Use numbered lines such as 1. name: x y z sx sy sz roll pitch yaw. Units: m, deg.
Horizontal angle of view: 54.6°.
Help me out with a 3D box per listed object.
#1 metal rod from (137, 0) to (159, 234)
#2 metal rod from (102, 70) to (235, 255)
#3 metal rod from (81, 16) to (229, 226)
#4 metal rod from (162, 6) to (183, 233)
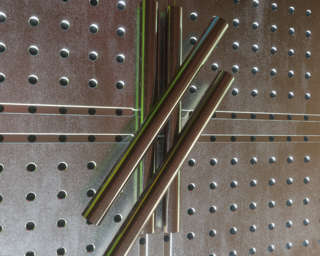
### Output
1. metal rod: -0.016 -0.014 0.407 0.025 0.025 0.298 1 90 -20
2. metal rod: 0.010 0.053 0.389 0.025 0.025 0.300 36 78 -17
3. metal rod: 0.000 -0.017 0.387 0.025 0.025 0.300 37 78 -17
4. metal rod: 0.017 -0.011 0.419 0.025 0.025 0.298 1 90 -20
